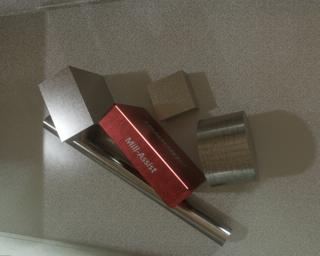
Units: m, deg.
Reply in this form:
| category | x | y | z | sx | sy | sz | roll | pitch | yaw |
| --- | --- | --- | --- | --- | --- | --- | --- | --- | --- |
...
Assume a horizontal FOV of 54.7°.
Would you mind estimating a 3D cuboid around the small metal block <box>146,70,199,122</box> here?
| category | x | y | z | sx | sy | sz | roll | pitch | yaw |
| --- | --- | --- | --- | --- | --- | --- | --- | --- | --- |
| small metal block | 0.017 | -0.040 | 0.401 | 0.050 | 0.025 | 0.050 | -21 | 83 | 18 |

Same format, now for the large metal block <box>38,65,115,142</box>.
| category | x | y | z | sx | sy | sz | roll | pitch | yaw |
| --- | --- | --- | --- | --- | --- | --- | --- | --- | --- |
| large metal block | -0.102 | -0.030 | 0.414 | 0.050 | 0.080 | 0.080 | -28 | 81 | 18 |

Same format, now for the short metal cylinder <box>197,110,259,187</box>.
| category | x | y | z | sx | sy | sz | roll | pitch | yaw |
| --- | --- | --- | --- | --- | --- | --- | --- | --- | --- |
| short metal cylinder | 0.078 | 0.024 | 0.351 | 0.050 | 0.080 | 0.080 | -12 | 86 | 20 |

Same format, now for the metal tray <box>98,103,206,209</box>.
| category | x | y | z | sx | sy | sz | roll | pitch | yaw |
| --- | --- | --- | --- | --- | --- | --- | --- | --- | --- |
| metal tray | -0.006 | 0.029 | 0.375 | 0.030 | 0.090 | 0.130 | -45 | 77 | 14 |

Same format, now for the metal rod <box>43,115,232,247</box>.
| category | x | y | z | sx | sy | sz | roll | pitch | yaw |
| --- | --- | --- | --- | --- | --- | --- | --- | --- | --- |
| metal rod | -0.042 | 0.062 | 0.423 | 0.301 | 0.025 | 0.025 | 30 | 100 | 17 |
